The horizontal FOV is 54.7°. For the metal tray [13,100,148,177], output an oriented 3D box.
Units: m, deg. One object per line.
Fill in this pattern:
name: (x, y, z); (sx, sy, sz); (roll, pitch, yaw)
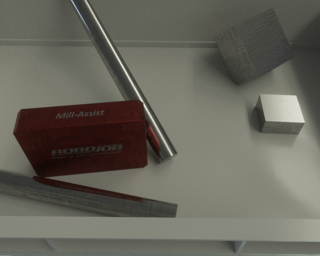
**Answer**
metal tray: (-0.081, 0.014, 0.349); (0.131, 0.089, 0.030); (-5, 51, -5)

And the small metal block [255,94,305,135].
small metal block: (0.162, -0.019, 0.423); (0.050, 0.025, 0.050); (3, 50, 2)

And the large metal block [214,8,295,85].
large metal block: (0.142, -0.122, 0.467); (0.081, 0.050, 0.080); (-31, 97, -23)

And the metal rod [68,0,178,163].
metal rod: (-0.062, -0.089, 0.408); (0.025, 0.025, 0.299); (-26, 77, -20)

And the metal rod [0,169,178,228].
metal rod: (-0.131, 0.068, 0.345); (0.302, 0.025, 0.025); (9, 51, 7)
